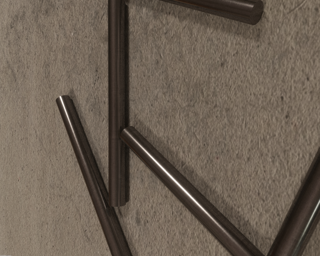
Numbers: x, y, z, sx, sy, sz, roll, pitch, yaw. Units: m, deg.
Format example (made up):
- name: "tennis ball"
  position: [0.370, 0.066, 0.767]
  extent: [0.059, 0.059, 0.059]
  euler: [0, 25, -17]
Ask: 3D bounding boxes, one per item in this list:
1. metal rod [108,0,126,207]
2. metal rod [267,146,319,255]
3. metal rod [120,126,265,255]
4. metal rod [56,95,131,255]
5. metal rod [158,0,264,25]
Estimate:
- name: "metal rod"
  position: [-0.063, -0.037, 0.454]
  extent: [0.025, 0.025, 0.298]
  euler: [0, 90, 39]
- name: "metal rod"
  position: [0.147, 0.027, 0.265]
  extent: [0.025, 0.025, 0.298]
  euler: [28, 102, 36]
- name: "metal rod"
  position: [0.048, 0.094, 0.363]
  extent: [0.300, 0.025, 0.025]
  euler: [43, 116, 31]
- name: "metal rod"
  position: [-0.108, 0.077, 0.491]
  extent: [0.025, 0.025, 0.299]
  euler: [-39, 67, 33]
- name: "metal rod"
  position: [-0.005, -0.183, 0.406]
  extent: [0.300, 0.025, 0.025]
  euler: [31, 109, 35]
